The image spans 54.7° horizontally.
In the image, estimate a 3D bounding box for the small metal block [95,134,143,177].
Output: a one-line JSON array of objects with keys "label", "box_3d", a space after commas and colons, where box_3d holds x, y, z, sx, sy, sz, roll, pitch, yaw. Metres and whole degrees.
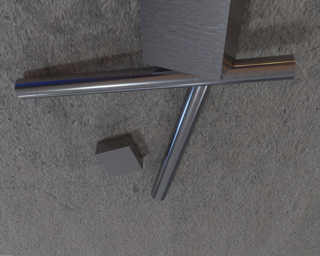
[{"label": "small metal block", "box_3d": [-0.057, 0.040, 0.440, 0.050, 0.025, 0.050, -15, 129, 12]}]

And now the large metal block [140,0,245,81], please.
[{"label": "large metal block", "box_3d": [0.030, -0.098, 0.287, 0.080, 0.050, 0.079, 18, 134, 21]}]

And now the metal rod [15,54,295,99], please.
[{"label": "metal rod", "box_3d": [-0.015, -0.054, 0.338, 0.301, 0.025, 0.025, -3, 131, 11]}]

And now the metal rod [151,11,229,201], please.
[{"label": "metal rod", "box_3d": [0.033, -0.003, 0.404, 0.025, 0.025, 0.298, 10, 130, -9]}]
